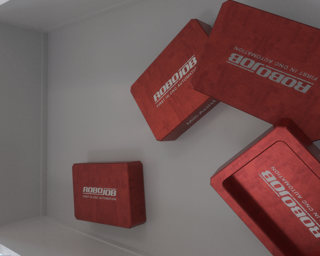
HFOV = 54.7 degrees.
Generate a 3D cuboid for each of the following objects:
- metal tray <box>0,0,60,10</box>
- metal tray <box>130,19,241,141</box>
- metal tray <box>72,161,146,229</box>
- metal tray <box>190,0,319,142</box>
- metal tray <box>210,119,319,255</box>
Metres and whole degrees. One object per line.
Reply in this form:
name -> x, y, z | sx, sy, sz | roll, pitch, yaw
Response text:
metal tray -> -0.233, -0.254, 0.559 | 0.130, 0.091, 0.030 | 1, 91, 40
metal tray -> 0.028, -0.054, 0.381 | 0.129, 0.030, 0.090 | -43, 64, 31
metal tray -> -0.081, 0.097, 0.471 | 0.130, 0.030, 0.089 | -6, 86, 39
metal tray -> 0.105, -0.055, 0.293 | 0.130, 0.030, 0.089 | 27, 108, 19
metal tray -> 0.121, 0.068, 0.277 | 0.130, 0.030, 0.090 | 49, 120, 7
